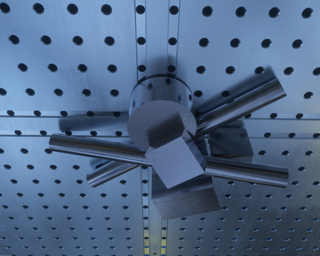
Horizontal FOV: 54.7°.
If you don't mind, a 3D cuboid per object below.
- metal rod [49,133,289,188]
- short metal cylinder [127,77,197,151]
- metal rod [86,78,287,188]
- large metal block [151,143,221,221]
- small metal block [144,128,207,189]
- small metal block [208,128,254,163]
[{"bbox_3d":[0.003,0.039,0.394,0.301,0.025,0.025,8,131,10],"label":"metal rod"},{"bbox_3d":[0.002,-0.015,0.377,0.081,0.050,0.079,0,129,0],"label":"short metal cylinder"},{"bbox_3d":[0.021,0.015,0.421,0.300,0.025,0.025,-27,125,21],"label":"metal rod"},{"bbox_3d":[0.035,0.074,0.433,0.080,0.080,0.050,-14,129,11],"label":"large metal block"},{"bbox_3d":[0.019,0.036,0.361,0.050,0.025,0.050,-28,102,22],"label":"small metal block"},{"bbox_3d":[0.092,0.026,0.414,0.050,0.050,0.025,1,130,0],"label":"small metal block"}]
